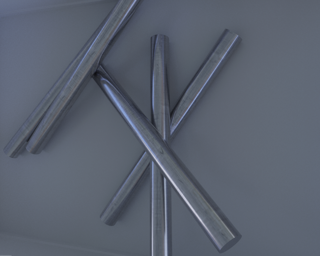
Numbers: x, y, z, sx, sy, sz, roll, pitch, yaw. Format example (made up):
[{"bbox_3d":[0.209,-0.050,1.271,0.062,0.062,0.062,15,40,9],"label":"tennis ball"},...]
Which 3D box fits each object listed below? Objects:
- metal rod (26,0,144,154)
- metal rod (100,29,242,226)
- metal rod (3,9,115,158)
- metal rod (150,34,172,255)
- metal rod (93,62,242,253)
[{"bbox_3d":[-0.106,-0.071,0.419,0.025,0.025,0.299,47,115,14],"label":"metal rod"},{"bbox_3d":[0.008,0.007,0.407,0.025,0.025,0.299,37,102,16],"label":"metal rod"},{"bbox_3d":[-0.139,-0.068,0.459,0.025,0.025,0.299,46,104,14],"label":"metal rod"},{"bbox_3d":[0.000,0.027,0.375,0.025,0.025,0.299,-6,75,20],"label":"metal rod"},{"bbox_3d":[-0.015,0.007,0.358,0.025,0.025,0.300,-49,53,13],"label":"metal rod"}]
